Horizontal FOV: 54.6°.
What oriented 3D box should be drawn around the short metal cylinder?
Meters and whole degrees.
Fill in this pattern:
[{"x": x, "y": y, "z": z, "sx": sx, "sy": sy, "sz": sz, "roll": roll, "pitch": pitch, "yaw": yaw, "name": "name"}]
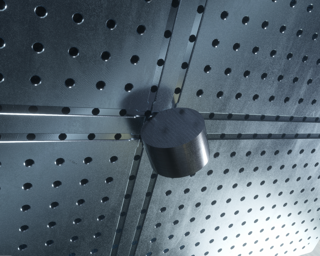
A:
[{"x": 0.020, "y": 0.017, "z": 0.396, "sx": 0.080, "sy": 0.080, "sz": 0.050, "roll": -25, "pitch": 127, "yaw": -13, "name": "short metal cylinder"}]
